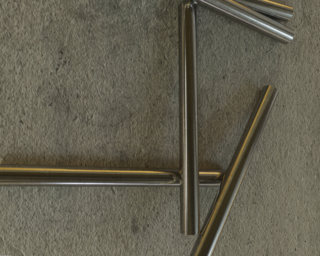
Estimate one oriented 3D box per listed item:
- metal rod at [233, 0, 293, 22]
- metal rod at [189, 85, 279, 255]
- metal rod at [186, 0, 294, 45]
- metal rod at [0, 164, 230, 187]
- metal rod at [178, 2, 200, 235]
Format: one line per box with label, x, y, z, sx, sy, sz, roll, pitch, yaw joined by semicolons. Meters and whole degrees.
metal rod;0.057;-0.192;0.429;0.302;0.025;0.025;6;88;-20
metal rod;0.100;0.066;0.419;0.025;0.025;0.300;35;69;-17
metal rod;0.066;-0.172;0.414;0.302;0.025;0.025;13;86;-27
metal rod;-0.040;0.062;0.394;0.302;0.025;0.025;4;89;-20
metal rod;0.037;-0.017;0.405;0.025;0.025;0.298;2;83;-20
